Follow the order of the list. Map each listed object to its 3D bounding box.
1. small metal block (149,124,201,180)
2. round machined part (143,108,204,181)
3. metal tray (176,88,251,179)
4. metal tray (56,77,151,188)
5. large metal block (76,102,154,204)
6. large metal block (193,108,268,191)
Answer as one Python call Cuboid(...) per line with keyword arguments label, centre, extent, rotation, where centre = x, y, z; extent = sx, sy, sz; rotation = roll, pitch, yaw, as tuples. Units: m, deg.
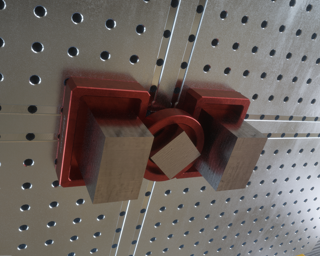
Cuboid(label="small metal block", centre=(0.015, 0.028, 0.384), extent=(0.050, 0.025, 0.050), rotation=(-39, 129, -2))
Cuboid(label="round machined part", centre=(0.005, 0.018, 0.402), extent=(0.099, 0.042, 0.097), rotation=(-14, 124, -21))
Cuboid(label="metal tray", centre=(0.068, 0.010, 0.450), extent=(0.091, 0.030, 0.129), rotation=(0, 118, -28))
Cuboid(label="metal tray", centre=(-0.071, 0.008, 0.373), extent=(0.091, 0.030, 0.129), rotation=(1, 118, -29))
Cuboid(label="large metal block", centre=(-0.054, 0.025, 0.344), extent=(0.050, 0.080, 0.079), rotation=(1, 118, -29))
Cuboid(label="large metal block", centre=(0.087, 0.028, 0.422), extent=(0.050, 0.080, 0.079), rotation=(1, 118, -29))
